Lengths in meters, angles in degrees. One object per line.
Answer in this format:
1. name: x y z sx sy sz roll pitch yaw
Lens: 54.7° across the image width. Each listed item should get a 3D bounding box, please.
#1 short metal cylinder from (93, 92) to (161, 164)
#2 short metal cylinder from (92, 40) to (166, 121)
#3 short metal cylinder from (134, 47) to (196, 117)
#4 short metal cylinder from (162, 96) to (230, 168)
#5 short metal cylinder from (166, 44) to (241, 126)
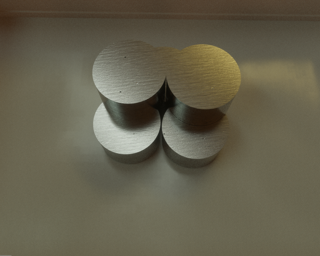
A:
1. short metal cylinder: -0.039 0.001 0.394 0.081 0.050 0.080 0 70 0
2. short metal cylinder: -0.033 -0.055 0.361 0.081 0.050 0.080 0 70 0
3. short metal cylinder: 0.006 -0.061 0.417 0.081 0.050 0.080 0 70 0
4. short metal cylinder: 0.043 0.006 0.392 0.081 0.050 0.080 0 70 0
5. short metal cylinder: 0.047 -0.049 0.359 0.081 0.050 0.080 0 70 0
